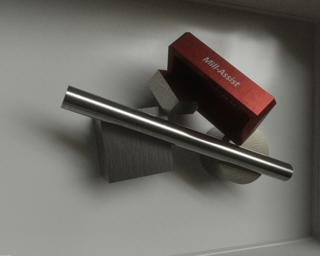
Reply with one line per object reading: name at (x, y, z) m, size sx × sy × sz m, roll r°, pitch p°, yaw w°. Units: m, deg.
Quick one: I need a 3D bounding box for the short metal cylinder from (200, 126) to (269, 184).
short metal cylinder at (0.104, 0.035, 0.436) m, size 0.081 × 0.050 × 0.079 m, roll 0°, pitch 90°, yaw -21°

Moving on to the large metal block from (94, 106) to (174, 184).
large metal block at (-0.034, 0.018, 0.385) m, size 0.081 × 0.050 × 0.079 m, roll -8°, pitch 93°, yaw -20°

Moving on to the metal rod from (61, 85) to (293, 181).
metal rod at (0.036, 0.014, 0.369) m, size 0.302 × 0.025 × 0.025 m, roll 19°, pitch 84°, yaw -20°

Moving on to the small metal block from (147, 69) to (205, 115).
small metal block at (0.020, -0.044, 0.382) m, size 0.050 × 0.025 × 0.050 m, roll -5°, pitch 56°, yaw -47°

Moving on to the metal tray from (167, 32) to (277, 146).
metal tray at (0.065, -0.044, 0.373) m, size 0.130 × 0.090 × 0.030 m, roll 43°, pitch 74°, yaw 15°
